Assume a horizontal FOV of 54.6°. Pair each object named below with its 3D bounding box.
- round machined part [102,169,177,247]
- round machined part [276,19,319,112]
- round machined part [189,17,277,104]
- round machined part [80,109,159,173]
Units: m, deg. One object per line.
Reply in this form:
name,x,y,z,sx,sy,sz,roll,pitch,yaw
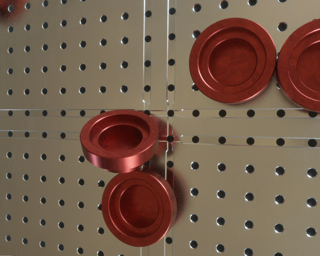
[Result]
round machined part,-0.024,0.102,0.413,0.098,0.042,0.097,0,90,20
round machined part,0.178,-0.065,0.338,0.098,0.042,0.097,0,91,16
round machined part,0.088,-0.077,0.373,0.098,0.042,0.097,0,90,19
round machined part,-0.050,0.020,0.403,0.098,0.098,0.042,15,131,19
